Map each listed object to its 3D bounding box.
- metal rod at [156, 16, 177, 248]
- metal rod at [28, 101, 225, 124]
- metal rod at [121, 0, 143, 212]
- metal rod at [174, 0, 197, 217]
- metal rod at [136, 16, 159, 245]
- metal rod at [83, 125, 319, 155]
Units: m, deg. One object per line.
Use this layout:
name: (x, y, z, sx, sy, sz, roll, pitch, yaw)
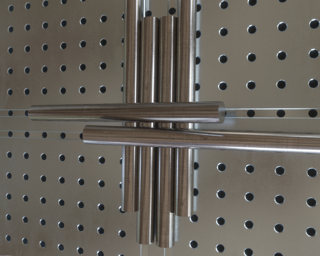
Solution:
metal rod: (0.009, 0.005, 0.411, 0.025, 0.025, 0.298, 1, 90, 20)
metal rod: (-0.064, -0.020, 0.411, 0.300, 0.025, 0.025, 1, 91, 29)
metal rod: (-0.038, -0.037, 0.426, 0.025, 0.025, 0.298, 1, 90, 20)
metal rod: (0.033, -0.038, 0.400, 0.025, 0.025, 0.298, 1, 90, 20)
metal rod: (-0.016, 0.004, 0.417, 0.025, 0.025, 0.298, 1, 90, 20)
metal rod: (0.053, 0.013, 0.372, 0.301, 0.025, 0.025, 2, 91, 11)
